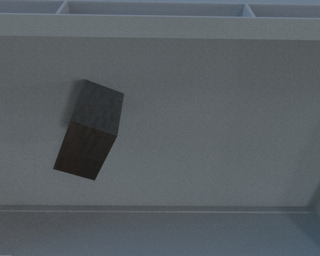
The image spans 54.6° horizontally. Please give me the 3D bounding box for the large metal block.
[{"bbox_3d":[-0.085,0.002,0.374,0.050,0.080,0.080,20,127,-16],"label":"large metal block"}]
